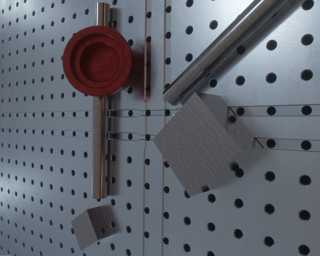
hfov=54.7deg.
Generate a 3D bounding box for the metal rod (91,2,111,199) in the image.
[{"bbox_3d":[-0.092,-0.041,0.482,0.025,0.025,0.298,2,91,39],"label":"metal rod"}]

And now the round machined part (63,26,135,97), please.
[{"bbox_3d":[-0.085,-0.093,0.446,0.099,0.042,0.097,0,91,5],"label":"round machined part"}]

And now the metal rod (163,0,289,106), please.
[{"bbox_3d":[0.108,-0.125,0.319,0.299,0.025,0.025,-43,65,31],"label":"metal rod"}]

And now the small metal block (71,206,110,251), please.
[{"bbox_3d":[-0.113,0.162,0.500,0.050,0.025,0.050,-40,66,32],"label":"small metal block"}]

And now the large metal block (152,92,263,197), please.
[{"bbox_3d":[0.051,0.018,0.350,0.080,0.050,0.080,-49,62,28],"label":"large metal block"}]
